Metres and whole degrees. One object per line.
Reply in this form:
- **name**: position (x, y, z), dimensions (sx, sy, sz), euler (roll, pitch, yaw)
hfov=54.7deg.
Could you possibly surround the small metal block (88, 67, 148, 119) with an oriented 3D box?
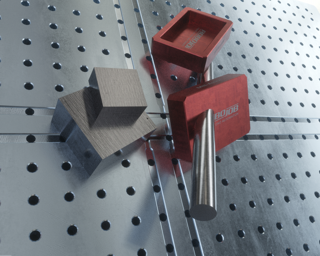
- **small metal block**: position (-0.047, -0.039, 0.343), dimensions (0.050, 0.025, 0.050), euler (-3, 63, -30)

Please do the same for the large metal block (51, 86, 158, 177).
- **large metal block**: position (-0.065, -0.004, 0.361), dimensions (0.081, 0.050, 0.080), euler (-31, 79, -38)

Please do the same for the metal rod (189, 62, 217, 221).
- **metal rod**: position (0.058, -0.014, 0.400), dimensions (0.025, 0.025, 0.300), euler (27, 37, -12)

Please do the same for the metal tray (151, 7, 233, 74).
- **metal tray**: position (0.055, -0.147, 0.505), dimensions (0.090, 0.030, 0.130), euler (24, 49, 15)

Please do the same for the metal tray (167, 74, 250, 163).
- **metal tray**: position (0.072, -0.017, 0.424), dimensions (0.131, 0.030, 0.089), euler (-24, 113, -37)
